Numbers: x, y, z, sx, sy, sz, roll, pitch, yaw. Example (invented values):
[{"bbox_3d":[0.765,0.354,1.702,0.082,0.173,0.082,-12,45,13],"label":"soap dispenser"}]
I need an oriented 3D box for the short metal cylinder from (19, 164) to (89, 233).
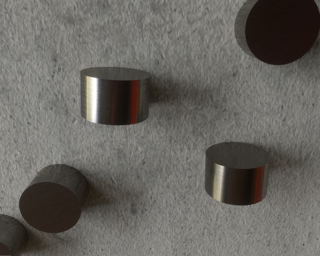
[{"bbox_3d":[-0.144,0.097,0.430,0.081,0.050,0.079,0,110,-1],"label":"short metal cylinder"}]

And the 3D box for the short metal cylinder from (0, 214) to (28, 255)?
[{"bbox_3d":[-0.245,0.176,0.458,0.081,0.050,0.079,0,110,-1],"label":"short metal cylinder"}]

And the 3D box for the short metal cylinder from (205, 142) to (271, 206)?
[{"bbox_3d":[0.099,0.057,0.403,0.081,0.080,0.050,-1,110,0],"label":"short metal cylinder"}]

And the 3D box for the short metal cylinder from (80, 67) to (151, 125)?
[{"bbox_3d":[-0.052,-0.040,0.365,0.081,0.080,0.050,4,110,-2],"label":"short metal cylinder"}]

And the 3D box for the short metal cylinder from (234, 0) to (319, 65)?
[{"bbox_3d":[0.132,-0.116,0.356,0.081,0.050,0.079,0,110,-1],"label":"short metal cylinder"}]
